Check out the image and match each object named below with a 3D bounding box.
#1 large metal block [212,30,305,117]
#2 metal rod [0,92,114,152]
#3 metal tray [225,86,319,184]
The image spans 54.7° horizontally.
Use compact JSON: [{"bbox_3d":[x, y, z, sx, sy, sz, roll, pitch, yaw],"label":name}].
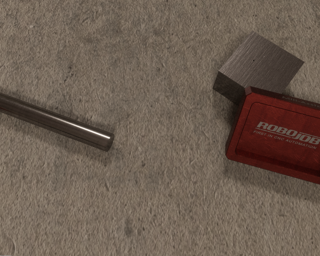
[{"bbox_3d":[0.132,-0.071,0.423,0.080,0.050,0.080,36,74,12],"label":"large metal block"},{"bbox_3d":[-0.205,-0.031,0.416,0.301,0.025,0.025,20,71,6],"label":"metal rod"},{"bbox_3d":[0.155,0.010,0.375,0.131,0.030,0.089,15,114,5],"label":"metal tray"}]
